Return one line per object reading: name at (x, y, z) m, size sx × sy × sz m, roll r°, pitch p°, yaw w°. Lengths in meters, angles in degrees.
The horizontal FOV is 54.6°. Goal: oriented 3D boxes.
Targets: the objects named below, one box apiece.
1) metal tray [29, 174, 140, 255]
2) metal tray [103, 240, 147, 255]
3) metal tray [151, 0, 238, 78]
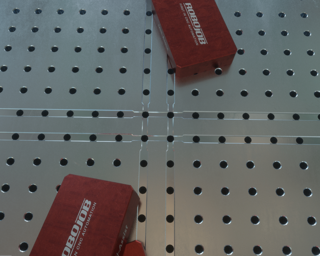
metal tray at (-0.085, 0.121, 0.342) m, size 0.090 × 0.030 × 0.130 m, roll 7°, pitch 60°, yaw 18°
metal tray at (-0.043, 0.200, 0.336) m, size 0.090 × 0.030 × 0.130 m, roll -19°, pitch 71°, yaw -7°
metal tray at (0.048, -0.147, 0.463) m, size 0.090 × 0.030 × 0.130 m, roll -16°, pitch 71°, yaw -6°
